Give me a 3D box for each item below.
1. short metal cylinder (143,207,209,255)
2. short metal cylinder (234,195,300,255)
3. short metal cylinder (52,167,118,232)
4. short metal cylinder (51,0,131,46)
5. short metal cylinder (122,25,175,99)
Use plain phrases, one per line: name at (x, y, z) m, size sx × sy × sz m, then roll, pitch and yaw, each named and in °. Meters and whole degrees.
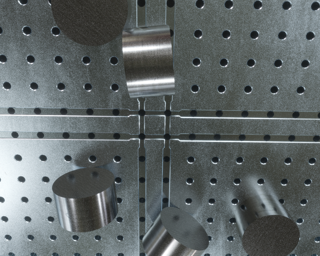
short metal cylinder at (0.022, 0.160, 0.444) m, size 0.080 × 0.080 × 0.050 m, roll 29°, pitch 107°, yaw -11°
short metal cylinder at (0.155, 0.146, 0.456) m, size 0.081 × 0.050 × 0.079 m, roll 0°, pitch 110°, yaw -1°
short metal cylinder at (-0.099, 0.094, 0.417) m, size 0.081 × 0.080 × 0.050 m, roll -3°, pitch 110°, yaw 0°
short metal cylinder at (-0.074, -0.136, 0.349) m, size 0.081 × 0.050 × 0.079 m, roll 0°, pitch 110°, yaw -1°
short metal cylinder at (-0.012, -0.075, 0.356) m, size 0.050 × 0.080 × 0.079 m, roll -5°, pitch 110°, yaw 1°
